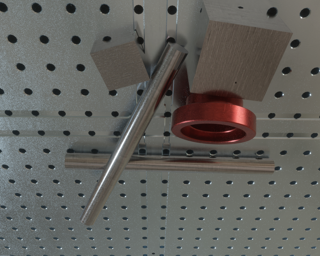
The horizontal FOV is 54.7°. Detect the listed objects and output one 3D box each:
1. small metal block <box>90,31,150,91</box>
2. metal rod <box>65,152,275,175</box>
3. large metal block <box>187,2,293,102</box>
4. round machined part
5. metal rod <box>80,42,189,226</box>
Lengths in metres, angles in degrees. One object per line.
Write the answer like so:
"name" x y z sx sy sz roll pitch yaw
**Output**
"small metal block" -0.043 -0.074 0.348 0.050 0.025 0.050 -14 129 11
"metal rod" 0.016 0.053 0.456 0.302 0.025 0.025 2 130 -2
"large metal block" 0.078 -0.079 0.329 0.081 0.050 0.079 7 130 -6
"round machined part" 0.064 -0.013 0.372 0.099 0.042 0.098 5 163 2
"metal rod" -0.046 0.026 0.407 0.025 0.025 0.298 21 119 -17
